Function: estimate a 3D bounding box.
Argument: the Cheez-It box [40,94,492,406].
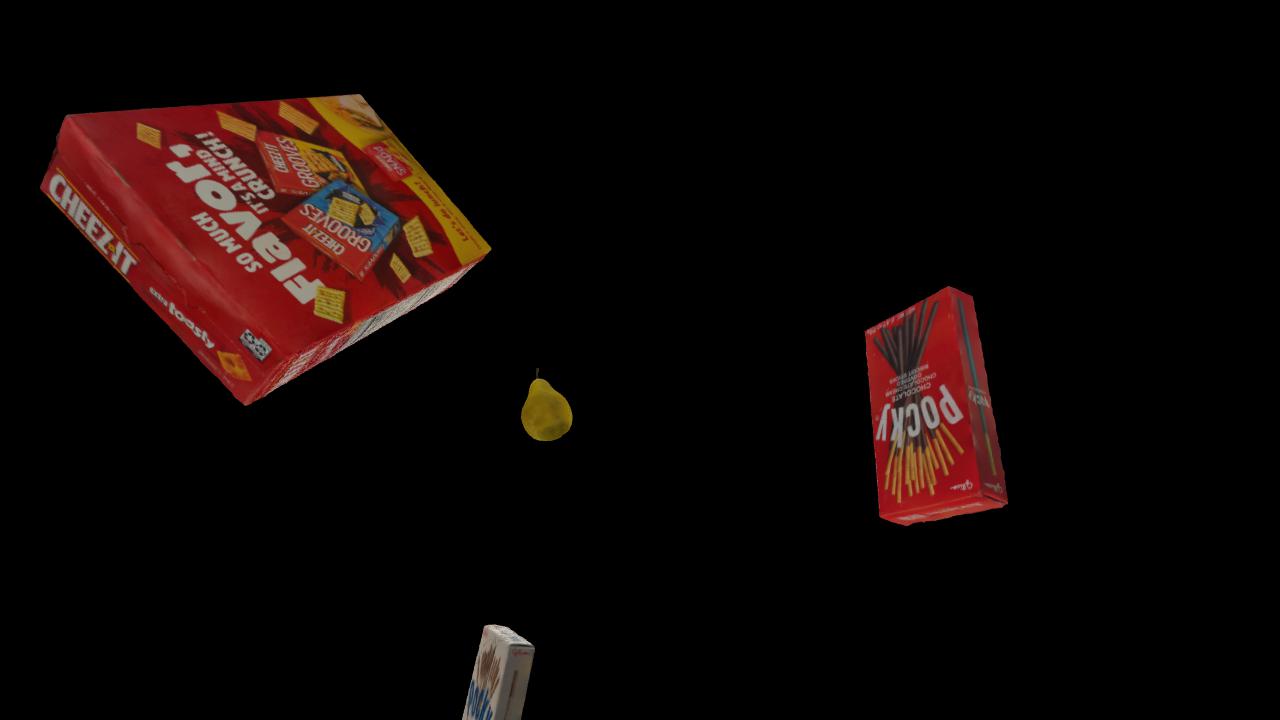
[{"bbox_3d":[-0.231,-0.094,0.433,0.071,0.166,0.223,-34,11,30],"label":"Cheez-It box"}]

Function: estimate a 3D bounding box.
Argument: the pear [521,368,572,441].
[{"bbox_3d":[-0.144,0.065,0.911,0.080,0.080,0.111,0,43,-28],"label":"pear"}]

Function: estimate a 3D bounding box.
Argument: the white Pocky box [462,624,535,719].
[{"bbox_3d":[-0.135,0.327,0.551,0.028,0.154,0.084,19,-18,-26],"label":"white Pocky box"}]

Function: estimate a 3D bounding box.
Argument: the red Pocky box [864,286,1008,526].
[{"bbox_3d":[0.202,0.031,0.433,0.028,0.155,0.083,18,-30,-22],"label":"red Pocky box"}]
